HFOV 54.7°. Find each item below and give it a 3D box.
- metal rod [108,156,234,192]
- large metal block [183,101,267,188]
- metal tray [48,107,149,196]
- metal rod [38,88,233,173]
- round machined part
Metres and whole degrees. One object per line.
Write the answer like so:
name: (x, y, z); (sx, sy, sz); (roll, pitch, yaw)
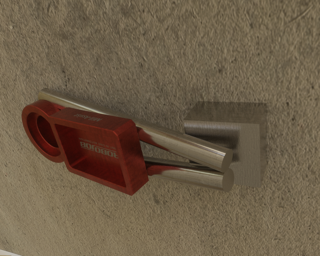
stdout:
metal rod: (-0.043, 0.047, 0.417); (0.300, 0.025, 0.025); (3, 121, 41)
large metal block: (0.078, 0.017, 0.358); (0.080, 0.050, 0.079); (4, 120, 26)
metal tray: (-0.080, 0.026, 0.395); (0.130, 0.030, 0.089); (11, 124, 37)
metal rod: (-0.053, -0.008, 0.388); (0.300, 0.025, 0.025); (19, 127, 32)
round machined part: (-0.161, 0.001, 0.473); (0.098, 0.042, 0.097); (21, 129, 28)
